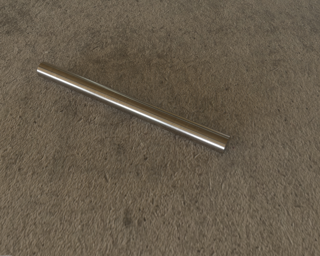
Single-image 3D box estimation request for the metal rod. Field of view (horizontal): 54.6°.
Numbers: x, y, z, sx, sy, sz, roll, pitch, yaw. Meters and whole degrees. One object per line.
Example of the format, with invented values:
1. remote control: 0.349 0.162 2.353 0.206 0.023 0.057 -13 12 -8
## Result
1. metal rod: -0.048 -0.035 0.432 0.300 0.025 0.025 23 54 18
